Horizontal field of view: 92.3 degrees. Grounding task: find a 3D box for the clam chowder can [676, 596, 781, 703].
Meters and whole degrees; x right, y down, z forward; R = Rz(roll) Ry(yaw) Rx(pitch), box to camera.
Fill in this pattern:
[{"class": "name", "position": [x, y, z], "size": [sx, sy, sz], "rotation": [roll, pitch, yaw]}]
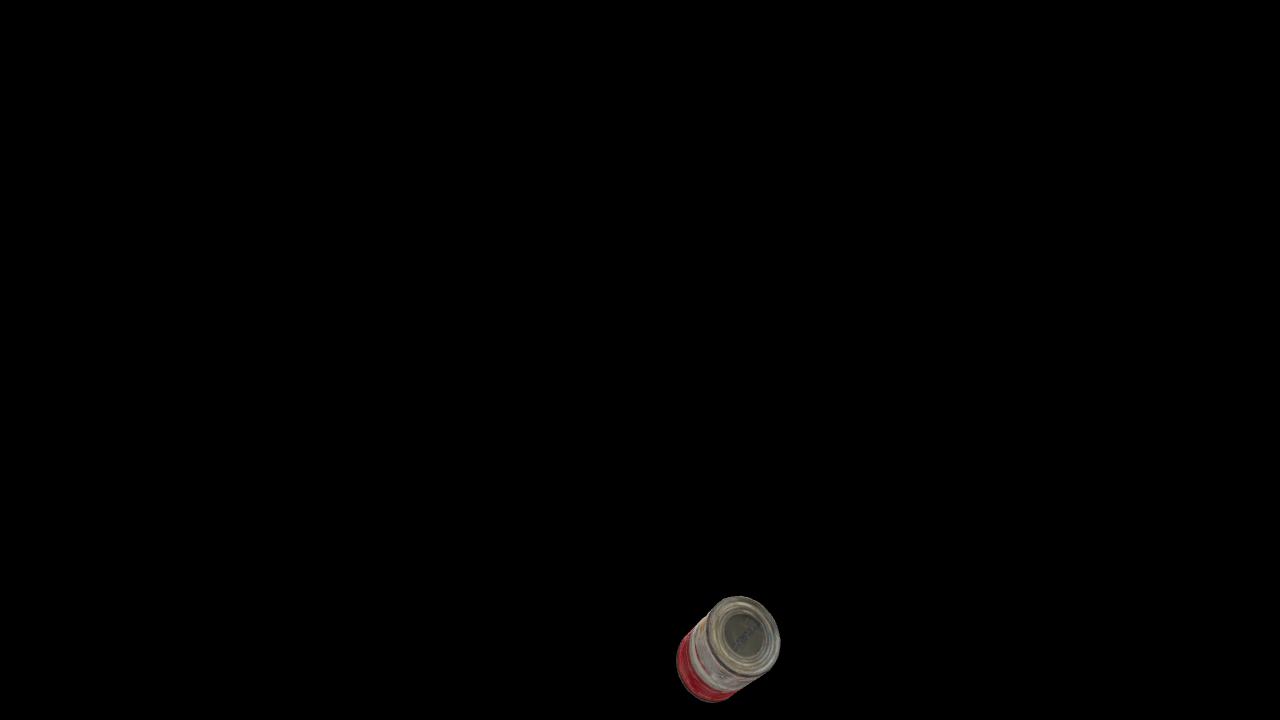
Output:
[{"class": "clam chowder can", "position": [0.078, 0.262, 0.556], "size": [0.068, 0.068, 0.102], "rotation": [0, -38, -15]}]
